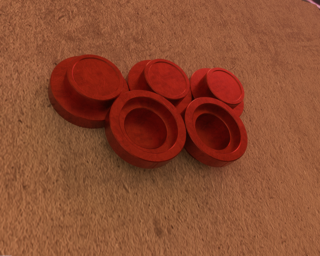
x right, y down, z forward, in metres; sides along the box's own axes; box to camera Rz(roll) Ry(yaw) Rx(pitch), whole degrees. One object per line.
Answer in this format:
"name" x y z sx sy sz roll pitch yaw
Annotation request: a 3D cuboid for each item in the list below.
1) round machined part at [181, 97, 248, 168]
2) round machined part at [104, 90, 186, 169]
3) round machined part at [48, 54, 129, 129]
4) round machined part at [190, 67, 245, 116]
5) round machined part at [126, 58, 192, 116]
"round machined part" 0.068 0.009 0.427 0.099 0.042 0.098 14 56 -21
"round machined part" -0.021 0.005 0.381 0.099 0.042 0.098 14 56 -21
"round machined part" -0.084 -0.052 0.382 0.099 0.042 0.098 14 56 -21
"round machined part" 0.090 -0.054 0.478 0.099 0.042 0.098 14 56 -21
"round machined part" 0.002 -0.057 0.432 0.099 0.042 0.098 14 56 -21
